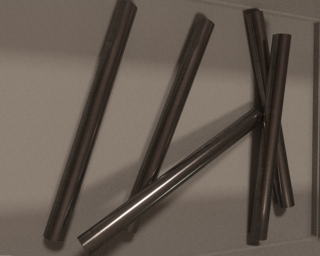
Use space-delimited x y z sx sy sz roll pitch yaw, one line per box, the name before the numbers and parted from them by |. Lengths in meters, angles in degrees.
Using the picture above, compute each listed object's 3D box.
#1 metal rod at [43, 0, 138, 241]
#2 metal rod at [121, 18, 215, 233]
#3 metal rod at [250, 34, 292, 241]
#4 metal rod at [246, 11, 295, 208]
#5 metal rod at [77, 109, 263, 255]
metal rod | -0.083 -0.014 0.380 0.025 0.025 0.299 19 84 -20
metal rod | 0.012 -0.009 0.415 0.025 0.025 0.299 24 82 -19
metal rod | 0.161 0.017 0.453 0.025 0.025 0.298 3 96 -20
metal rod | 0.170 -0.025 0.475 0.025 0.025 0.298 -13 94 -20
metal rod | 0.031 0.056 0.403 0.302 0.025 0.025 -33 101 -25
